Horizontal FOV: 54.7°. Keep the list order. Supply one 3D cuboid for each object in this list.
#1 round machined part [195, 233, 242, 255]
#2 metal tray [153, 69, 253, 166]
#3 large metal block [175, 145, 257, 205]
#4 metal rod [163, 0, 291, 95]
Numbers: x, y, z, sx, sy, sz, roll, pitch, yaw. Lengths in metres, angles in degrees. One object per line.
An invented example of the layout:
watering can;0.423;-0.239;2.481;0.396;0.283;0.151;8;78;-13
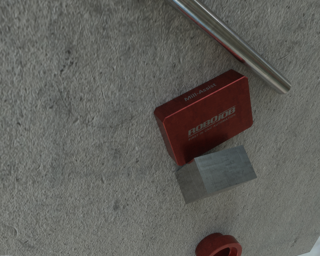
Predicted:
round machined part;0.109;0.247;0.611;0.099;0.042;0.097;-14;125;-21
metal tray;0.065;-0.014;0.432;0.131;0.030;0.090;-28;128;-11
large metal block;0.079;0.070;0.454;0.081;0.050;0.080;-12;161;-22
metal rod;0.080;-0.113;0.382;0.302;0.025;0.025;25;105;-37
